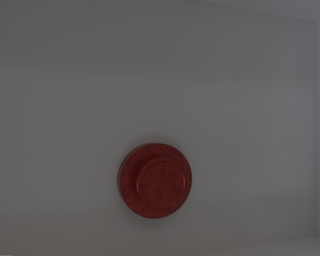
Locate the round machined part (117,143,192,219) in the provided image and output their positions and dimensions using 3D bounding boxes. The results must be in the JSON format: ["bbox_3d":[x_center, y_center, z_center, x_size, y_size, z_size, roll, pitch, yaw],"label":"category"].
[{"bbox_3d":[-0.003,0.069,0.400,0.099,0.042,0.097,0,90,-20],"label":"round machined part"}]
